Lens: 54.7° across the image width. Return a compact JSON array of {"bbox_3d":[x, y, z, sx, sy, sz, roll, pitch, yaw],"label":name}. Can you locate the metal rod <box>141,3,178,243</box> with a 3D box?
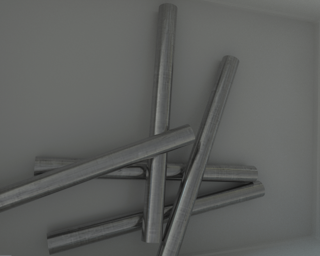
[{"bbox_3d":[0.000,-0.012,0.392,0.025,0.025,0.298,7,81,-20],"label":"metal rod"}]

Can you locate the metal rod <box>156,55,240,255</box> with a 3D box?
[{"bbox_3d":[0.053,0.037,0.409,0.025,0.025,0.299,26,73,-19],"label":"metal rod"}]

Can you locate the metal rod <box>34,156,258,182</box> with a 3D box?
[{"bbox_3d":[-0.003,0.057,0.409,0.302,0.025,0.025,5,89,-20],"label":"metal rod"}]

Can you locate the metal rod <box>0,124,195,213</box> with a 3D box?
[{"bbox_3d":[-0.101,0.054,0.345,0.302,0.025,0.025,-19,97,-14],"label":"metal rod"}]

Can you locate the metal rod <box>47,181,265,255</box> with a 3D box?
[{"bbox_3d":[0.010,0.114,0.414,0.303,0.025,0.025,-9,93,-20],"label":"metal rod"}]
